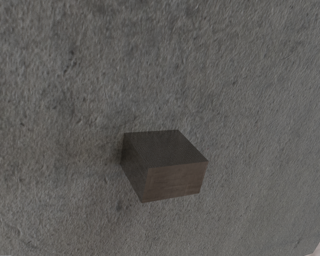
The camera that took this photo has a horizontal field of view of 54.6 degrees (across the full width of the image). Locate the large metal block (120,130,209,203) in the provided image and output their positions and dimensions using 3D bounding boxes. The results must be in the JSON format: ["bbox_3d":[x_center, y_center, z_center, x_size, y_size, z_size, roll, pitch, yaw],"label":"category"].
[{"bbox_3d":[0.002,0.045,0.400,0.081,0.080,0.050,-3,120,-27],"label":"large metal block"}]
